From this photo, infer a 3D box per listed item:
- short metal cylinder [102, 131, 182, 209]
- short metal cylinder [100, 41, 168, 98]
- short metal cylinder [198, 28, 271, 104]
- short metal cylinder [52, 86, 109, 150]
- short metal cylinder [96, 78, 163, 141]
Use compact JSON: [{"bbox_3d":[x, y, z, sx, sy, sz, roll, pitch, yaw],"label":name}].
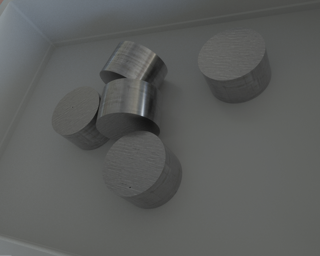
[{"bbox_3d":[-0.020,0.050,0.368,0.080,0.050,0.080,-13,56,20],"label":"short metal cylinder"},{"bbox_3d":[-0.036,-0.076,0.434,0.080,0.080,0.050,17,71,34],"label":"short metal cylinder"},{"bbox_3d":[0.094,-0.078,0.387,0.080,0.050,0.080,-13,56,20],"label":"short metal cylinder"},{"bbox_3d":[-0.109,-0.014,0.453,0.080,0.050,0.080,-13,56,20],"label":"short metal cylinder"},{"bbox_3d":[-0.038,-0.020,0.401,0.080,0.080,0.050,-9,58,23],"label":"short metal cylinder"}]
